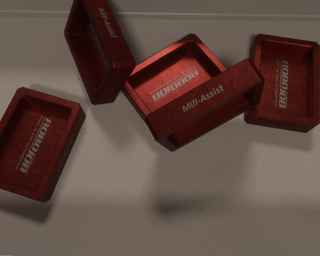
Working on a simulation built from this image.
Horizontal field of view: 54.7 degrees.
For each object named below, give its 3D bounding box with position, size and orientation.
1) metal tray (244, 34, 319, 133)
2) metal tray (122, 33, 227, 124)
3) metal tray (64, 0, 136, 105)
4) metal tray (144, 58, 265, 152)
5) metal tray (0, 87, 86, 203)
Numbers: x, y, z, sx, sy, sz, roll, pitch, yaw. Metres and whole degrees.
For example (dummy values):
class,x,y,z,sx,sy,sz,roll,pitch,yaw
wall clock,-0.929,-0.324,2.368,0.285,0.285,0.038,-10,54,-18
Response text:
class,x,y,z,sx,sy,sz,roll,pitch,yaw
metal tray,0.171,-0.064,0.432,0.091,0.030,0.130,10,70,3
metal tray,0.020,-0.064,0.430,0.131,0.030,0.090,-34,74,-12
metal tray,-0.085,-0.107,0.411,0.030,0.090,0.130,-12,68,-35
metal tray,0.055,-0.021,0.366,0.130,0.090,0.030,-30,72,5
metal tray,-0.163,0.019,0.397,0.090,0.030,0.130,17,71,5
